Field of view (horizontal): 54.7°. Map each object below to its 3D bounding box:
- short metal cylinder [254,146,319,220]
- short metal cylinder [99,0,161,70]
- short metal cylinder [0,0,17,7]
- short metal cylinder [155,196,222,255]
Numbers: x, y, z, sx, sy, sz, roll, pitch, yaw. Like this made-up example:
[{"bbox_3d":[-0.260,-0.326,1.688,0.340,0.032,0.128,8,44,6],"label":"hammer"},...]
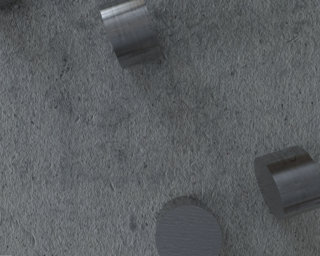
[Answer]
[{"bbox_3d":[0.158,0.067,0.384,0.050,0.080,0.080,-18,90,0],"label":"short metal cylinder"},{"bbox_3d":[-0.036,-0.118,0.382,0.050,0.080,0.080,-19,90,0],"label":"short metal cylinder"},{"bbox_3d":[-0.223,-0.187,0.380,0.050,0.080,0.080,-23,90,0],"label":"short metal cylinder"},{"bbox_3d":[0.034,0.133,0.398,0.081,0.050,0.080,0,90,0],"label":"short metal cylinder"}]
